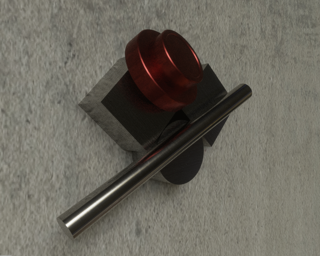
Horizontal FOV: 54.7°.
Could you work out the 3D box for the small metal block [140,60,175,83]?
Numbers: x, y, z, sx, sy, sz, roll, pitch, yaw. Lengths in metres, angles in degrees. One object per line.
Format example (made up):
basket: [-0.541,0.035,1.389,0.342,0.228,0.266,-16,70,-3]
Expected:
small metal block: [0.002,-0.069,0.408,0.050,0.025,0.050,50,60,-29]

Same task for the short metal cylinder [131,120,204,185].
short metal cylinder: [0.011,0.030,0.400,0.081,0.050,0.079,0,90,-40]

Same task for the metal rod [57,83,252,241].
metal rod: [0.019,0.018,0.358,0.302,0.025,0.025,-35,112,-35]

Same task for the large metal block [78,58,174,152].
large metal block: [-0.032,-0.029,0.363,0.080,0.050,0.080,50,60,-29]

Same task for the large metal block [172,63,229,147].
large metal block: [0.051,-0.031,0.435,0.080,0.050,0.080,49,61,-29]

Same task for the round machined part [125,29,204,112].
round machined part: [0.012,-0.070,0.349,0.098,0.042,0.098,32,42,-34]
